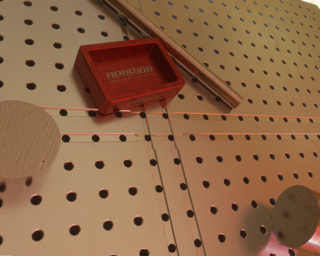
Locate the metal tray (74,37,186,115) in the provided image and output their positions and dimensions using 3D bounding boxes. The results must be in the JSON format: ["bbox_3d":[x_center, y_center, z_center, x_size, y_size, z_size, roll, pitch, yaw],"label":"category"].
[{"bbox_3d":[-0.039,-0.077,0.430,0.131,0.030,0.090,-18,71,-35],"label":"metal tray"}]

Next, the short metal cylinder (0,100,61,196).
[{"bbox_3d":[-0.143,0.020,0.303,0.081,0.050,0.080,14,56,-21],"label":"short metal cylinder"}]

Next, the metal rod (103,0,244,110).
[{"bbox_3d":[0.011,-0.135,0.496,0.300,0.025,0.025,40,51,-1],"label":"metal rod"}]

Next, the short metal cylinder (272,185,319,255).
[{"bbox_3d":[0.194,0.120,0.403,0.050,0.080,0.080,21,54,-16],"label":"short metal cylinder"}]
